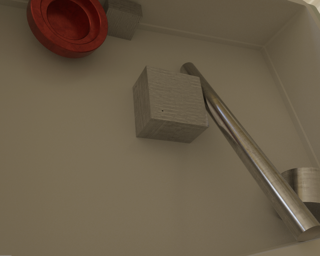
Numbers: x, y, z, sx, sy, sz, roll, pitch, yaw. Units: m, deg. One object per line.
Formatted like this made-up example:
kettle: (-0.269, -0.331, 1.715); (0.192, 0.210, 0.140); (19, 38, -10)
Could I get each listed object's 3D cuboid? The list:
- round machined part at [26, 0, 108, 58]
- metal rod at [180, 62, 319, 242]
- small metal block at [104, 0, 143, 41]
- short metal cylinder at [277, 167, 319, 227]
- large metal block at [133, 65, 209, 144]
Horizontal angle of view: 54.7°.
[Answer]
round machined part: (-0.121, -0.136, 0.401); (0.099, 0.042, 0.098); (10, 73, -35)
metal rod: (0.088, 0.000, 0.381); (0.025, 0.025, 0.300); (5, 36, -26)
small metal block: (-0.059, -0.161, 0.457); (0.050, 0.050, 0.025); (6, 59, -26)
short metal cylinder: (0.203, 0.096, 0.424); (0.080, 0.080, 0.050); (25, 53, -14)
large metal block: (0.012, -0.030, 0.416); (0.081, 0.050, 0.080); (8, 58, -25)
